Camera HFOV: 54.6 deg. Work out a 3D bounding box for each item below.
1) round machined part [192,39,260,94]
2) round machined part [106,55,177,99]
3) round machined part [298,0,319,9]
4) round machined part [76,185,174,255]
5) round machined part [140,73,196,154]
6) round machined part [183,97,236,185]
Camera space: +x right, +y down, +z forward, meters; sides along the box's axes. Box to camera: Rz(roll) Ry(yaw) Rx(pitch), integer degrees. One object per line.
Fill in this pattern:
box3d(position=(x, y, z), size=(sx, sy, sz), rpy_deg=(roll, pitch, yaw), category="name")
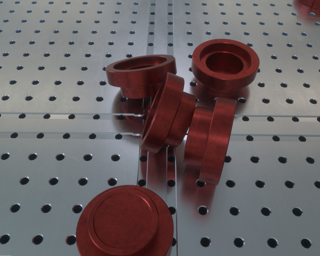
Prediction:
box3d(position=(0.097, -0.090, 0.473), size=(0.099, 0.042, 0.098), rpy_deg=(0, 50, 0), category="round machined part")
box3d(position=(-0.025, -0.072, 0.441), size=(0.098, 0.042, 0.098), rpy_deg=(-7, 24, 3), category="round machined part")
box3d(position=(0.337, -0.289, 0.641), size=(0.099, 0.042, 0.098), rpy_deg=(0, 50, 0), category="round machined part")
box3d(position=(-0.035, 0.100, 0.313), size=(0.099, 0.042, 0.098), rpy_deg=(0, 50, 0), category="round machined part")
box3d(position=(0.011, -0.015, 0.377), size=(0.042, 0.097, 0.098), rpy_deg=(20, 51, -7), category="round machined part")
box3d(position=(0.054, 0.012, 0.351), size=(0.042, 0.098, 0.098), rpy_deg=(12, 51, 10), category="round machined part")
